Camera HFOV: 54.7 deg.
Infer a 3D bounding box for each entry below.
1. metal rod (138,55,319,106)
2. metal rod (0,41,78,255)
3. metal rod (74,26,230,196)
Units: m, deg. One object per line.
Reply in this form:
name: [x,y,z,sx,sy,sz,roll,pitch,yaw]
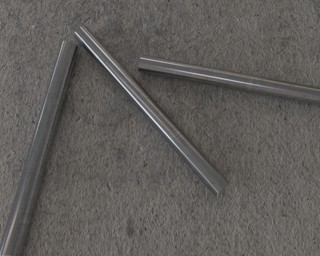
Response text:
metal rod: [0.120,-0.063,0.431,0.302,0.025,0.025,11,71,4]
metal rod: [-0.153,0.020,0.399,0.025,0.025,0.299,8,70,3]
metal rod: [-0.020,-0.033,0.419,0.025,0.025,0.300,-38,75,-13]
